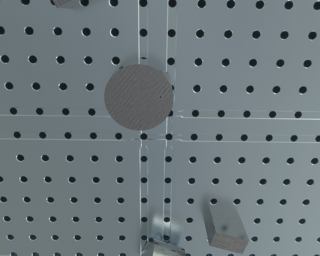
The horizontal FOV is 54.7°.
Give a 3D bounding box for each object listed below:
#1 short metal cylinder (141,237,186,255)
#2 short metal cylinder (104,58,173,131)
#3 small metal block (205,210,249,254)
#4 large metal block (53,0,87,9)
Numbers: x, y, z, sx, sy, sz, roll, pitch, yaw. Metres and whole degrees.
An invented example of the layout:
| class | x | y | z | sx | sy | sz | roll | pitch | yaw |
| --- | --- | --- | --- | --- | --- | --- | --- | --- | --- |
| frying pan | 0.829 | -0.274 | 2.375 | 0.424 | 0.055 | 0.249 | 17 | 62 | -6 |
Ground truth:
| class | x | y | z | sx | sy | sz | roll | pitch | yaw |
| --- | --- | --- | --- | --- | --- | --- | --- | --- | --- |
| short metal cylinder | -0.001 | 0.212 | 0.462 | 0.050 | 0.080 | 0.079 | 21 | 109 | -8 |
| short metal cylinder | -0.025 | -0.043 | 0.384 | 0.081 | 0.050 | 0.079 | 0 | 110 | 0 |
| small metal block | 0.097 | 0.153 | 0.457 | 0.050 | 0.050 | 0.025 | 17 | 109 | -6 |
| large metal block | -0.089 | -0.184 | 0.331 | 0.080 | 0.050 | 0.080 | -23 | 109 | 8 |
